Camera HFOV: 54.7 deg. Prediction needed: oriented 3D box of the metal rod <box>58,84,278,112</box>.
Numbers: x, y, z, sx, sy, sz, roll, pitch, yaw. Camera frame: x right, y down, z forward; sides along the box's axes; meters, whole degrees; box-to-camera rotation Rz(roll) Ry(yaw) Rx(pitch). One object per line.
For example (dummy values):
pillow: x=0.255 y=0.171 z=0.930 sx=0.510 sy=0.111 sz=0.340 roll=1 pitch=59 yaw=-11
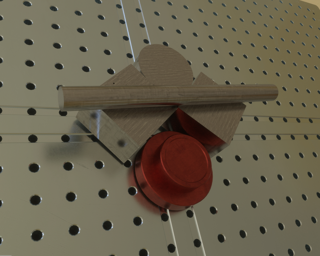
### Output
metal rod: x=0.033 y=-0.040 z=0.379 sx=0.303 sy=0.025 sz=0.025 roll=-5 pitch=64 yaw=-30

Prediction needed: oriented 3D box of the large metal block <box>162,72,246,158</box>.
large metal block: x=0.062 y=-0.017 z=0.428 sx=0.080 sy=0.050 sz=0.080 roll=36 pitch=52 yaw=-4

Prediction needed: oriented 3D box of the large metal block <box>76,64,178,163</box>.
large metal block: x=-0.040 y=-0.019 z=0.377 sx=0.080 sy=0.050 sz=0.080 roll=44 pitch=51 yaw=0

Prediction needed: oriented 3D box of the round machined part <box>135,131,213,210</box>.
round machined part: x=0.023 y=0.046 z=0.376 sx=0.099 sy=0.042 sz=0.098 roll=14 pitch=56 yaw=-21

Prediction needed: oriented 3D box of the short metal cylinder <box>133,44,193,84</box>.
short metal cylinder: x=-0.001 y=-0.068 z=0.428 sx=0.081 sy=0.050 sz=0.080 roll=14 pitch=56 yaw=-21
